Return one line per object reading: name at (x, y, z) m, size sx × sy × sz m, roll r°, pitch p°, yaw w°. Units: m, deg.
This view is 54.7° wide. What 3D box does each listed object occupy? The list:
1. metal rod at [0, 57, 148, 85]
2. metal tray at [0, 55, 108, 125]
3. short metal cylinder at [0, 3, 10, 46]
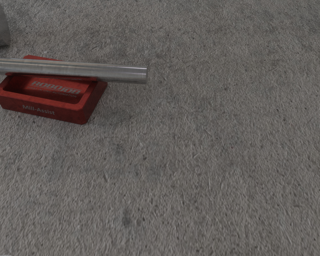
metal rod at (-0.168, -0.083, 0.431) m, size 0.302 × 0.025 × 0.025 m, roll 4°, pitch 50°, yaw 3°
metal tray at (-0.153, -0.058, 0.447) m, size 0.131 × 0.030 × 0.090 m, roll 11°, pitch 51°, yaw 9°
short metal cylinder at (-0.288, -0.174, 0.511) m, size 0.050 × 0.080 × 0.080 m, roll -12°, pitch 51°, yaw -10°
